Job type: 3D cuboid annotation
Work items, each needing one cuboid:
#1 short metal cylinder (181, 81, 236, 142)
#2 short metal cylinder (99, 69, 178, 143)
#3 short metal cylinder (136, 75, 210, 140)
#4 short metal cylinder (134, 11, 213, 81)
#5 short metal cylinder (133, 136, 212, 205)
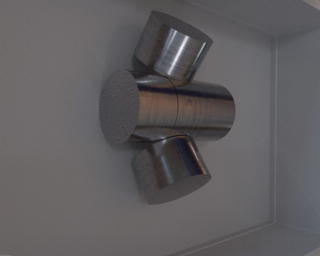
[{"bbox_3d":[0.052,-0.022,0.412,0.050,0.080,0.080,2,89,-40],"label":"short metal cylinder"},{"bbox_3d":[-0.026,-0.023,0.347,0.050,0.080,0.080,2,89,-40],"label":"short metal cylinder"},{"bbox_3d":[0.014,-0.022,0.380,0.050,0.080,0.080,2,89,-40],"label":"short metal cylinder"},{"bbox_3d":[0.016,-0.099,0.372,0.081,0.080,0.050,2,127,-40],"label":"short metal cylinder"},{"bbox_3d":[0.014,0.052,0.371,0.081,0.080,0.050,0,56,-40],"label":"short metal cylinder"}]
